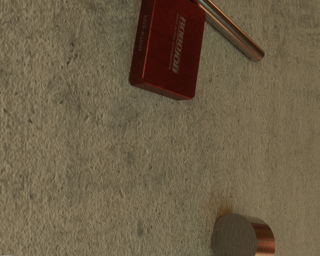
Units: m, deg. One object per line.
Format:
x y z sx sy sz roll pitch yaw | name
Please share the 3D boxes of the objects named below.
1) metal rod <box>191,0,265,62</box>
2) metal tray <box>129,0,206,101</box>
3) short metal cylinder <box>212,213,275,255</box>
0.066 -0.180 0.459 0.301 0.025 0.025 26 74 -37 | metal rod
0.013 -0.110 0.412 0.091 0.030 0.129 14 81 -39 | metal tray
0.127 0.175 0.476 0.050 0.080 0.080 21 77 -38 | short metal cylinder
